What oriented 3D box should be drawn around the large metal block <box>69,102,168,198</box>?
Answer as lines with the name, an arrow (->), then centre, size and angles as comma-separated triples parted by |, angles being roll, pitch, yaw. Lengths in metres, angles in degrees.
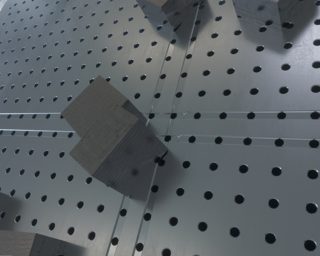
large metal block -> -0.048, 0.029, 0.382 | 0.050, 0.080, 0.080 | 33, 80, 38

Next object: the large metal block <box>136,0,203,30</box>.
large metal block -> 0.016, -0.223, 0.522 | 0.080, 0.050, 0.080 | -47, 51, -5

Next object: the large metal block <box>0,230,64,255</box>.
large metal block -> -0.176, 0.173, 0.380 | 0.080, 0.050, 0.080 | -5, 59, 25

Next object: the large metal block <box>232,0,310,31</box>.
large metal block -> 0.157, -0.191, 0.427 | 0.080, 0.050, 0.080 | -47, 51, -5

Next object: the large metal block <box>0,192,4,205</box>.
large metal block -> -0.299, 0.132, 0.470 | 0.080, 0.050, 0.080 | -8, 58, 24

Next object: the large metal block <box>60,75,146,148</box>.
large metal block -> -0.083, -0.018, 0.448 | 0.080, 0.050, 0.080 | -46, 51, -4
